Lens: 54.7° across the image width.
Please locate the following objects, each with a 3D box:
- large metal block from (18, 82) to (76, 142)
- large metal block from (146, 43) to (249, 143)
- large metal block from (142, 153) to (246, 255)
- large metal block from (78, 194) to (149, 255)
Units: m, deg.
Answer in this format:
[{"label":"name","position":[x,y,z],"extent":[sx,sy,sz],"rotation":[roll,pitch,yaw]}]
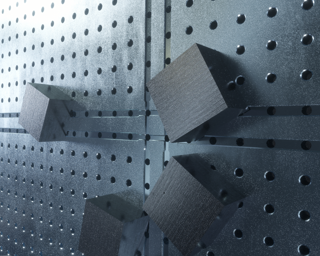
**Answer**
[{"label":"large metal block","position":[-0.206,-0.029,0.559],"extent":[0.080,0.050,0.079],"rotation":[31,109,35]},{"label":"large metal block","position":[0.041,-0.037,0.358],"extent":[0.080,0.050,0.080],"rotation":[-34,69,34]},{"label":"large metal block","position":[0.037,0.087,0.361],"extent":[0.080,0.050,0.079],"rotation":[42,115,31]},{"label":"large metal block","position":[-0.068,0.151,0.447],"extent":[0.080,0.050,0.079],"rotation":[18,101,38]}]
